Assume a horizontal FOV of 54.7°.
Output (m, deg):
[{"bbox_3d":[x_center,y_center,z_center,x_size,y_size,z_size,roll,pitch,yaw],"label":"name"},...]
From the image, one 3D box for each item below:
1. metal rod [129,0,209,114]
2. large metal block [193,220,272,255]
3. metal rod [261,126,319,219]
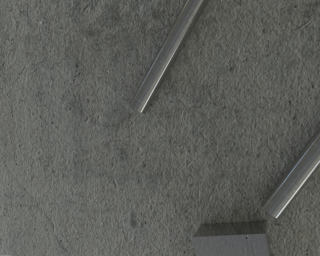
[{"bbox_3d":[0.043,-0.153,0.393,0.025,0.025,0.299,33,100,16],"label":"metal rod"},{"bbox_3d":[0.090,0.158,0.364,0.080,0.050,0.080,-10,87,19],"label":"large metal block"},{"bbox_3d":[0.208,-0.026,0.335,0.025,0.025,0.299,36,101,16],"label":"metal rod"}]
